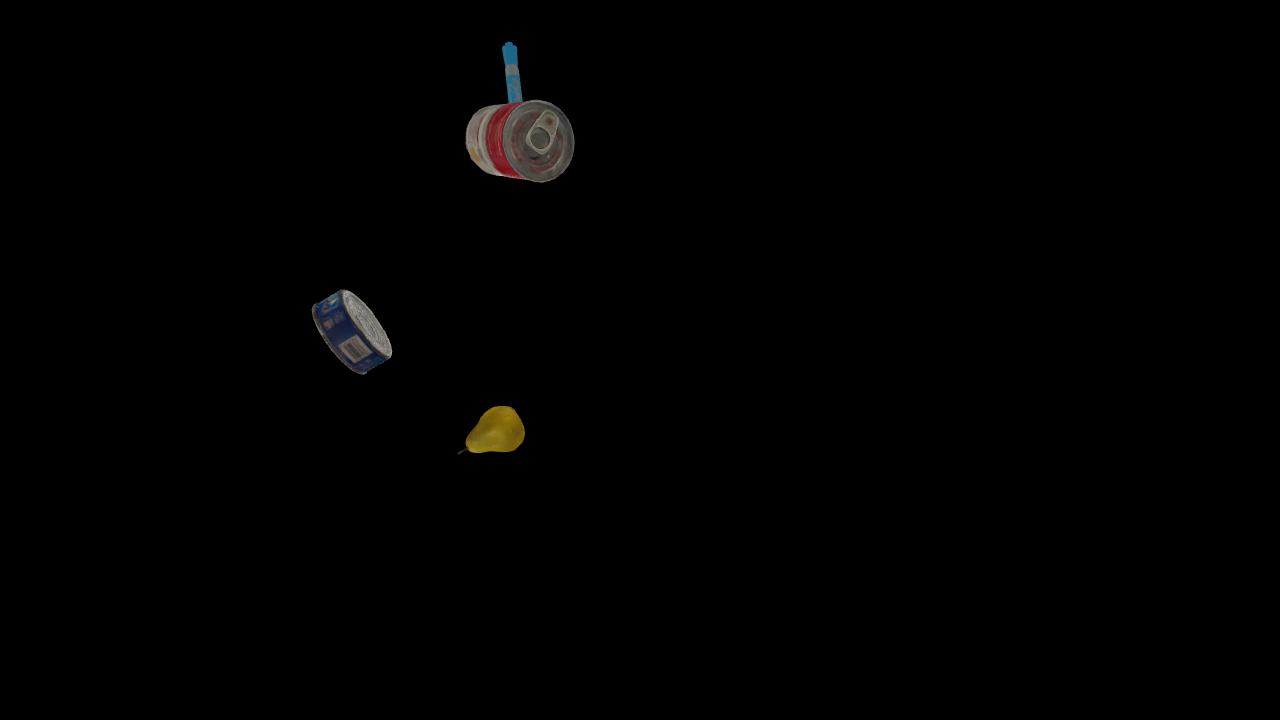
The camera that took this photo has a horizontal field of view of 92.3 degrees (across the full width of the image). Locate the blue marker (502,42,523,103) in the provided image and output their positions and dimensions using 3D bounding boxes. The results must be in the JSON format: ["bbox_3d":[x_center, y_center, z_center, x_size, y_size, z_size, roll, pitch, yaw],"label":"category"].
[{"bbox_3d":[-0.157,-0.334,0.768,0.020,0.121,0.020,-6,4,0],"label":"blue marker"}]

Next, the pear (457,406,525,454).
[{"bbox_3d":[-0.244,0.123,0.994,0.111,0.080,0.080,-23,8,-20],"label":"pear"}]

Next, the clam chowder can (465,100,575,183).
[{"bbox_3d":[-0.114,-0.202,0.568,0.068,0.068,0.102,0,17,-36],"label":"clam chowder can"}]

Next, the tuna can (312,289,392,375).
[{"bbox_3d":[-0.290,-0.029,0.624,0.034,0.084,0.084,-32,3,-4],"label":"tuna can"}]
